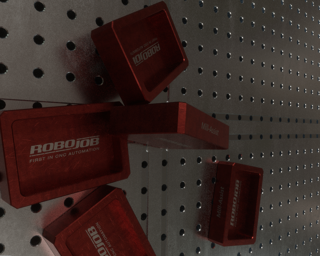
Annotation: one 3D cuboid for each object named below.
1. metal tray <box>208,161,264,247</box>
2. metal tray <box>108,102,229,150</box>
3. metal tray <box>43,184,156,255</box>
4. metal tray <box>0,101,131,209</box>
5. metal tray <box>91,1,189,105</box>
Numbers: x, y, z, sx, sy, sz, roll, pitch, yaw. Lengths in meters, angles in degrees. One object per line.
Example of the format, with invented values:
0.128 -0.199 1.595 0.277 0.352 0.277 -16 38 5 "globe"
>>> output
0.129 0.126 0.517 0.091 0.030 0.129 15 81 -39 "metal tray"
0.016 0.002 0.357 0.131 0.090 0.030 19 73 -57 "metal tray"
-0.060 0.143 0.356 0.091 0.030 0.129 -36 113 -34 "metal tray"
-0.097 0.021 0.326 0.131 0.030 0.089 -9 96 -40 "metal tray"
-0.015 -0.091 0.367 0.131 0.030 0.090 -50 121 -51 "metal tray"
